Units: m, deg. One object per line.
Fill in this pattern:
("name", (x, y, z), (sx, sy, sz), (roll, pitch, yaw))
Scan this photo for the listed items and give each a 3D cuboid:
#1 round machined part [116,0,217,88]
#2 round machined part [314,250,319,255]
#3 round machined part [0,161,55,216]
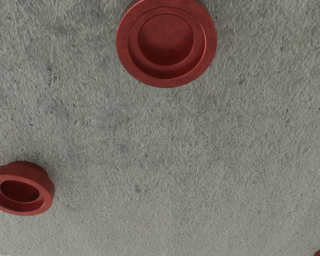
("round machined part", (0.006, -0.093, 0.317), (0.099, 0.042, 0.097), (0, 130, 0))
("round machined part", (0.374, 0.281, 0.639), (0.099, 0.042, 0.097), (0, 130, 0))
("round machined part", (-0.208, 0.087, 0.468), (0.099, 0.042, 0.097), (0, 130, 0))
